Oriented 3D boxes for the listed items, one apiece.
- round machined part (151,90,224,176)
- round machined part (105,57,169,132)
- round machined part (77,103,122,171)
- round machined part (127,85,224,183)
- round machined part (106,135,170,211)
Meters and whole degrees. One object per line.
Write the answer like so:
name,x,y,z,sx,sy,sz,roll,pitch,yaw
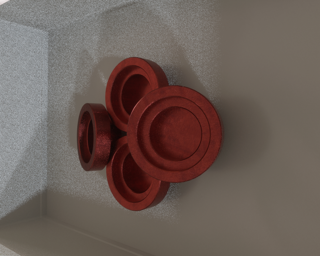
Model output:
round machined part,0.025,0.006,0.359,0.098,0.042,0.097,0,89,17
round machined part,-0.025,-0.042,0.414,0.098,0.042,0.097,0,90,40
round machined part,-0.088,0.013,0.453,0.098,0.042,0.097,-1,88,61
round machined part,0.018,0.006,0.328,0.098,0.042,0.097,0,90,18
round machined part,-0.023,0.057,0.412,0.098,0.042,0.097,0,90,40
